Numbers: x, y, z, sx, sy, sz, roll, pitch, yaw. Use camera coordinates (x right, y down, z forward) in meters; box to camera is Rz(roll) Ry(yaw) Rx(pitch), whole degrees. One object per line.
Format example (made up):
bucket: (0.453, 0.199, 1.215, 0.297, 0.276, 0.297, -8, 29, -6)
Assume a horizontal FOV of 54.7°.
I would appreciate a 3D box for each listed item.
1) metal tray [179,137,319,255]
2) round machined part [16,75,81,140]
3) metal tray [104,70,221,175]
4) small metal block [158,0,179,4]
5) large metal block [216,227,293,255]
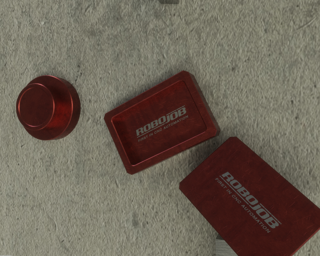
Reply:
metal tray: (0.096, 0.082, 0.339, 0.090, 0.030, 0.130, -42, 58, -4)
round machined part: (-0.172, -0.030, 0.461, 0.098, 0.042, 0.097, 0, 90, 20)
metal tray: (0.001, -0.005, 0.405, 0.130, 0.030, 0.090, -27, 81, 17)
small metal block: (0.008, -0.192, 0.393, 0.025, 0.050, 0.050, 9, 93, 20)
large metal block: (0.109, 0.164, 0.357, 0.080, 0.050, 0.080, -1, 90, 20)
